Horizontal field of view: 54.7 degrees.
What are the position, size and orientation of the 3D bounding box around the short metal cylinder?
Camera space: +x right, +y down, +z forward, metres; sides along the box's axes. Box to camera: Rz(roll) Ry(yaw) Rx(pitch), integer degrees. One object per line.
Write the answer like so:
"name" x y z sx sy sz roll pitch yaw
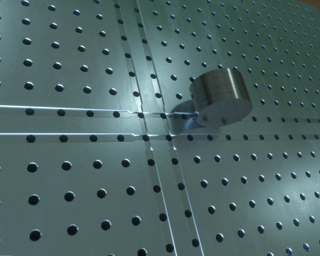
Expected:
"short metal cylinder" 0.087 -0.041 0.447 0.081 0.080 0.050 4 60 -27
